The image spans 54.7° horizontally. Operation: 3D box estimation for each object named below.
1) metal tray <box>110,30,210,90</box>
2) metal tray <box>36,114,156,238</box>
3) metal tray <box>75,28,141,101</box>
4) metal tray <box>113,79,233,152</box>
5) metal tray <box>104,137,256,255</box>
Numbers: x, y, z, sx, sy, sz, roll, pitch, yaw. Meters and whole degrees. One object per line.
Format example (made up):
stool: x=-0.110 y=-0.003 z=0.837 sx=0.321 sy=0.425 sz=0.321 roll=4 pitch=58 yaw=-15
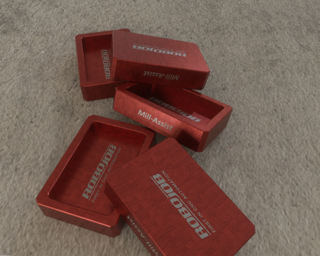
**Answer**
metal tray: x=-0.003 y=-0.097 z=0.440 sx=0.131 sy=0.030 sz=0.090 roll=5 pitch=39 yaw=-14
metal tray: x=-0.067 y=0.048 z=0.358 sx=0.090 sy=0.030 sz=0.130 roll=14 pitch=51 yaw=11
metal tray: x=-0.081 y=-0.103 z=0.485 sx=0.091 sy=0.030 sz=0.130 roll=-10 pitch=51 yaw=-9
metal tray: x=0.017 y=-0.026 z=0.401 sx=0.130 sy=0.030 sz=0.091 roll=27 pitch=33 yaw=20
metal tray: x=0.018 y=0.081 z=0.309 sx=0.091 sy=0.030 sz=0.130 roll=-30 pitch=68 yaw=-32
